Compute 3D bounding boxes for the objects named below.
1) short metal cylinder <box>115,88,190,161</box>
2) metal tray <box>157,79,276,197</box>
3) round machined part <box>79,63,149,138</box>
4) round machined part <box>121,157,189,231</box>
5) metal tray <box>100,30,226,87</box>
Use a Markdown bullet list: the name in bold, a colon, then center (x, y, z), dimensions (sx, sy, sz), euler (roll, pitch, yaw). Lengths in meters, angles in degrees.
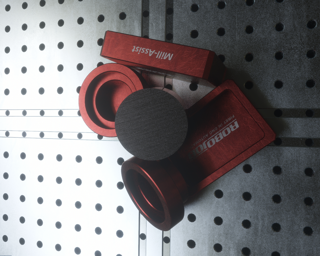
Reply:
- **short metal cylinder**: center (-0.007, -0.007, 0.361), dimensions (0.080, 0.050, 0.079), euler (1, 99, 7)
- **metal tray**: center (0.064, 0.013, 0.386), dimensions (0.130, 0.030, 0.090), euler (-38, 78, 15)
- **round machined part**: center (-0.057, -0.036, 0.423), dimensions (0.098, 0.042, 0.097), euler (0, 90, 19)
- **round machined part**: center (-0.003, 0.074, 0.385), dimensions (0.098, 0.042, 0.097), euler (37, 143, 35)
- **metal tray**: center (0.007, -0.081, 0.375), dimensions (0.130, 0.090, 0.030), euler (16, 96, 19)
